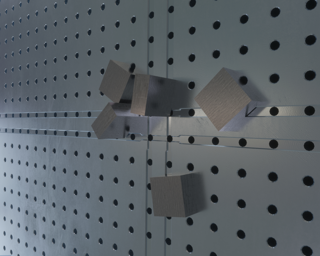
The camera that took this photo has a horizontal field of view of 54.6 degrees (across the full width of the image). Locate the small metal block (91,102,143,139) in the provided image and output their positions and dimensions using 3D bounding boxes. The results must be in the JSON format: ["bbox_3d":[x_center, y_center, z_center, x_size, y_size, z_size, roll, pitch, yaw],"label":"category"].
[{"bbox_3d":[-0.062,-0.010,0.445,0.050,0.050,0.025,-47,62,30],"label":"small metal block"}]

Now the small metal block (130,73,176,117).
[{"bbox_3d":[-0.009,-0.042,0.401,0.025,0.050,0.050,14,99,39],"label":"small metal block"}]

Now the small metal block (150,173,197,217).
[{"bbox_3d":[0.017,0.086,0.397,0.050,0.025,0.050,-11,83,39],"label":"small metal block"}]

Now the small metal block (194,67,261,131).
[{"bbox_3d":[0.075,-0.031,0.348,0.050,0.025,0.050,-48,62,29],"label":"small metal block"}]

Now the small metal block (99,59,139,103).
[{"bbox_3d":[-0.059,-0.066,0.459,0.050,0.025,0.050,39,114,33],"label":"small metal block"}]
